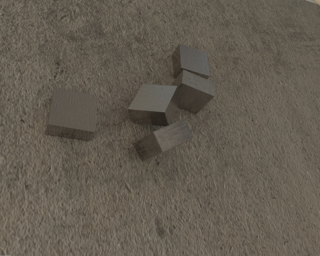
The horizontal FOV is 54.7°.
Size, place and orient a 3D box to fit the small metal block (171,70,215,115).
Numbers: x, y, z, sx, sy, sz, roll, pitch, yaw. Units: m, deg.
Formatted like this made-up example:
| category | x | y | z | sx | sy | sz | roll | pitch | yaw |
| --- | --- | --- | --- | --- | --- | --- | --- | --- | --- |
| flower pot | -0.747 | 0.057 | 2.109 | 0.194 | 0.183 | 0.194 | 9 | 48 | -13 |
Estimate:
| category | x | y | z | sx | sy | sz | roll | pitch | yaw |
| --- | --- | --- | --- | --- | --- | --- | --- | --- | --- |
| small metal block | 0.043 | -0.050 | 0.441 | 0.050 | 0.050 | 0.025 | 20 | 54 | -17 |

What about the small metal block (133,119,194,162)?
| category | x | y | z | sx | sy | sz | roll | pitch | yaw |
| --- | --- | --- | --- | --- | --- | --- | --- | --- | --- |
| small metal block | 0.004 | 0.015 | 0.378 | 0.050 | 0.050 | 0.025 | -23 | 85 | -36 |

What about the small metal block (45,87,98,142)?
| category | x | y | z | sx | sy | sz | roll | pitch | yaw |
| --- | --- | --- | --- | --- | --- | --- | --- | --- | --- |
| small metal block | -0.101 | -0.015 | 0.358 | 0.050 | 0.025 | 0.050 | 11 | 57 | -22 |

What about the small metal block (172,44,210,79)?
| category | x | y | z | sx | sy | sz | roll | pitch | yaw |
| --- | --- | --- | --- | --- | --- | --- | --- | --- | --- |
| small metal block | 0.049 | -0.100 | 0.491 | 0.050 | 0.025 | 0.050 | 12 | 57 | -22 |

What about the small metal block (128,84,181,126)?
| category | x | y | z | sx | sy | sz | roll | pitch | yaw |
| --- | --- | --- | --- | --- | --- | --- | --- | --- | --- |
| small metal block | -0.006 | -0.030 | 0.402 | 0.050 | 0.025 | 0.050 | 6 | 48 | 23 |
